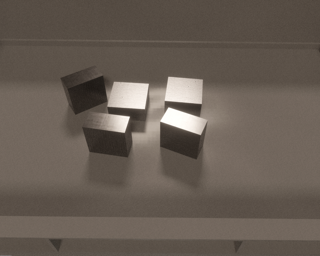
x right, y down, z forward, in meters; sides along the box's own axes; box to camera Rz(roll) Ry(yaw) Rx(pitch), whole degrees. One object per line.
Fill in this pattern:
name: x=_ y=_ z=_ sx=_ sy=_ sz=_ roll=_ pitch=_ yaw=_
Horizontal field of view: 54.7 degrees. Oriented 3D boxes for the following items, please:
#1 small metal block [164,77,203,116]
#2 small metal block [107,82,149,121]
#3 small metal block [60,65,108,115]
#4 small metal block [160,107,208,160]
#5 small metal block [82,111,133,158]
small metal block: x=0.034 y=-0.046 z=0.444 sx=0.050 sy=0.025 sz=0.050 roll=5 pitch=50 yaw=4
small metal block: x=-0.043 y=-0.038 z=0.436 sx=0.050 sy=0.025 sz=0.050 roll=4 pitch=50 yaw=3
small metal block: x=-0.104 y=-0.053 z=0.432 sx=0.050 sy=0.050 sz=0.025 roll=-26 pitch=55 yaw=-20
small metal block: x=0.028 y=0.007 z=0.383 sx=0.050 sy=0.050 sz=0.025 roll=19 pitch=53 yaw=15
small metal block: x=-0.063 y=0.009 z=0.381 sx=0.050 sy=0.050 sz=0.025 roll=8 pitch=51 yaw=6
